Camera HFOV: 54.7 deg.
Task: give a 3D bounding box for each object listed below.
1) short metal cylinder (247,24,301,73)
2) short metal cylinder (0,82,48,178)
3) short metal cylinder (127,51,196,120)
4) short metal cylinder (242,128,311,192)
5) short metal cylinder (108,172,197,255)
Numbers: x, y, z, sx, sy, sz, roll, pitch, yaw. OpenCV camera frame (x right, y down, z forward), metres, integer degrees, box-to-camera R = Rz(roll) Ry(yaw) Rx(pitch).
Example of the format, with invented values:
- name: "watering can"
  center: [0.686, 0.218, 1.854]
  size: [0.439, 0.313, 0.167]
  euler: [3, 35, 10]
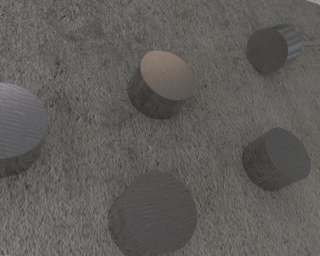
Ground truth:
- name: "short metal cylinder"
  center: [0.209, -0.147, 0.570]
  size: [0.050, 0.080, 0.080]
  euler: [-27, 77, -37]
- name: "short metal cylinder"
  center: [-0.155, 0.003, 0.302]
  size: [0.081, 0.050, 0.080]
  euler: [14, 56, -21]
- name: "short metal cylinder"
  center: [0.002, -0.058, 0.424]
  size: [0.081, 0.050, 0.080]
  euler: [14, 56, -21]
- name: "short metal cylinder"
  center: [0.168, 0.046, 0.450]
  size: [0.081, 0.050, 0.080]
  euler: [14, 56, -21]
- name: "short metal cylinder"
  center: [-0.009, 0.093, 0.326]
  size: [0.081, 0.050, 0.080]
  euler: [14, 56, -21]
